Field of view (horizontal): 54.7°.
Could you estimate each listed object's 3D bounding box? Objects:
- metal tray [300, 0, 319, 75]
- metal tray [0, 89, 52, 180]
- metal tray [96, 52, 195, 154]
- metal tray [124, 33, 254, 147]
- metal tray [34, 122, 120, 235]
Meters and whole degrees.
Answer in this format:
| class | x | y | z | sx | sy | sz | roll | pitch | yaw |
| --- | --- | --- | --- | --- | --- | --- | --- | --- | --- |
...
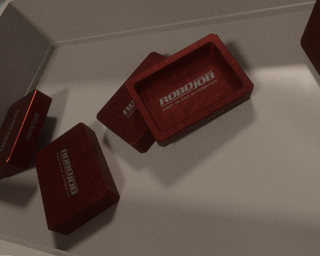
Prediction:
| class | x | y | z | sx | sy | sz | roll | pitch | yaw |
| --- | --- | --- | --- | --- | --- | --- | --- | --- | --- |
| metal tray | 0.189 | -0.107 | 0.304 | 0.030 | 0.129 | 0.090 | -9 | 55 | -2 |
| metal tray | -0.225 | 0.010 | 0.492 | 0.090 | 0.030 | 0.130 | -20 | 49 | 36 |
| metal tray | -0.017 | -0.039 | 0.434 | 0.090 | 0.030 | 0.130 | 33 | 80 | 38 |
| metal tray | 0.034 | -0.047 | 0.380 | 0.130 | 0.030 | 0.090 | -30 | 73 | -2 |
| metal tray | -0.118 | 0.065 | 0.423 | 0.090 | 0.030 | 0.130 | -34 | 52 | 5 |
